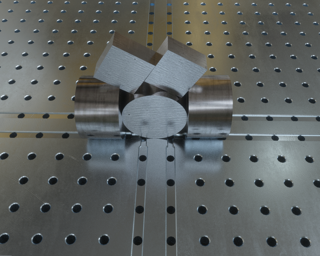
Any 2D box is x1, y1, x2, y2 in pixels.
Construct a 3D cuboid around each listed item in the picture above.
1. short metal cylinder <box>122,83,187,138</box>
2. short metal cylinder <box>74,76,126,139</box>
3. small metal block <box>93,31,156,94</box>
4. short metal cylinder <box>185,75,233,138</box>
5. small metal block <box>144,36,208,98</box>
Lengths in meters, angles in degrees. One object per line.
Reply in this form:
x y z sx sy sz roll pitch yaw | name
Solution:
-0.006 -0.031 0.397 0.080 0.080 0.050 1 50 1 | short metal cylinder
-0.072 -0.026 0.392 0.050 0.080 0.080 1 50 1 | short metal cylinder
-0.039 -0.071 0.345 0.050 0.050 0.025 22 46 -23 | small metal block
0.059 -0.027 0.394 0.050 0.080 0.080 0 50 1 | short metal cylinder
0.017 -0.067 0.348 0.050 0.050 0.025 21 46 -23 | small metal block
